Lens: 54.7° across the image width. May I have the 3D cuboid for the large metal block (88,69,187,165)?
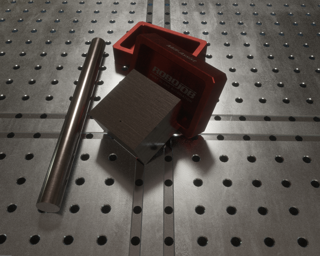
[{"bbox_3d":[-0.026,-0.015,0.389,0.080,0.050,0.080,37,77,26],"label":"large metal block"}]

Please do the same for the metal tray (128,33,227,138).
[{"bbox_3d":[0.015,-0.058,0.411,0.130,0.089,0.030,37,37,26],"label":"metal tray"}]

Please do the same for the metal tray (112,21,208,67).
[{"bbox_3d":[0.001,-0.126,0.509,0.130,0.030,0.090,23,53,17],"label":"metal tray"}]

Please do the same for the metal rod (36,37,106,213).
[{"bbox_3d":[-0.113,-0.029,0.430,0.025,0.025,0.300,3,50,2],"label":"metal rod"}]
